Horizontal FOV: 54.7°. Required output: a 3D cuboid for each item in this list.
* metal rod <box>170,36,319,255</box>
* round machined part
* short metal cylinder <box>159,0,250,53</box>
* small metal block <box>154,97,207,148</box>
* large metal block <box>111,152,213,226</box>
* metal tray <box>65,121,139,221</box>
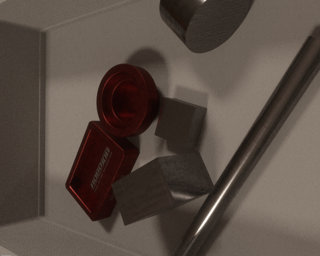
[{"bbox_3d":[0.085,0.046,0.335,0.025,0.025,0.298,40,114,32],"label":"metal rod"},{"bbox_3d":[-0.040,-0.036,0.426,0.098,0.042,0.097,0,90,39],"label":"round machined part"},{"bbox_3d":[0.047,-0.128,0.331,0.080,0.081,0.050,-50,61,28],"label":"short metal cylinder"},{"bbox_3d":[0.025,-0.008,0.384,0.050,0.025,0.050,22,104,37],"label":"small metal block"},{"bbox_3d":[0.004,0.070,0.366,0.080,0.081,0.050,-34,69,34],"label":"large metal block"},{"bbox_3d":[-0.093,0.065,0.477,0.090,0.030,0.129,38,113,33],"label":"metal tray"}]
